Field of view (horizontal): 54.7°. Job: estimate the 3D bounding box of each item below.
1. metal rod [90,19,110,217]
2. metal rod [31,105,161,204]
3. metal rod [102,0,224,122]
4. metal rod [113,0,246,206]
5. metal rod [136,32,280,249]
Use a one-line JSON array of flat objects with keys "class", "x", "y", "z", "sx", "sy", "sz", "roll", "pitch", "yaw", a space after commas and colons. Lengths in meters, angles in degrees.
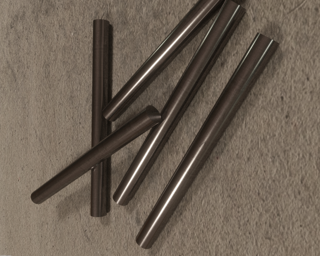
[{"class": "metal rod", "x": -0.093, "y": -0.014, "z": 0.478, "sx": 0.025, "sy": 0.025, "sz": 0.298, "roll": 2, "pitch": 91, "yaw": 39}, {"class": "metal rod", "x": -0.111, "y": 0.052, "z": 0.459, "sx": 0.299, "sy": 0.025, "sz": 0.025, "roll": -34, "pitch": 69, "yaw": 34}, {"class": "metal rod", "x": 0.018, "y": -0.106, "z": 0.388, "sx": 0.299, "sy": 0.025, "sz": 0.025, "roll": -43, "pitch": 65, "yaw": 31}, {"class": "metal rod", "x": 0.013, "y": -0.015, "z": 0.392, "sx": 0.025, "sy": 0.025, "sz": 0.298, "roll": 44, "pitch": 116, "yaw": 30}, {"class": "metal rod", "x": 0.044, "y": 0.032, "z": 0.366, "sx": 0.025, "sy": 0.025, "sz": 0.298, "roll": 42, "pitch": 115, "yaw": 31}]
